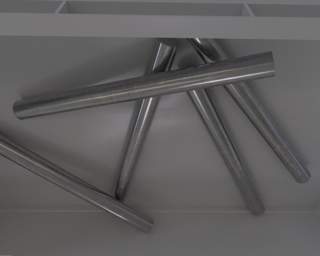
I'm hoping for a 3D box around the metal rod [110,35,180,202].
[{"bbox_3d":[-0.032,0.016,0.422,0.025,0.025,0.298,12,129,-10],"label":"metal rod"}]

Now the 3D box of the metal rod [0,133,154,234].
[{"bbox_3d":[-0.135,0.077,0.451,0.301,0.025,0.025,35,122,-19],"label":"metal rod"}]

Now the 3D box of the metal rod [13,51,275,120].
[{"bbox_3d":[-0.033,-0.042,0.344,0.301,0.025,0.025,-8,130,17],"label":"metal rod"}]

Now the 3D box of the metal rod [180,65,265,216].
[{"bbox_3d":[0.099,0.037,0.441,0.025,0.025,0.299,-21,127,17],"label":"metal rod"}]

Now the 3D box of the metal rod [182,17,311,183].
[{"bbox_3d":[0.125,-0.016,0.396,0.025,0.025,0.300,-31,124,23],"label":"metal rod"}]
